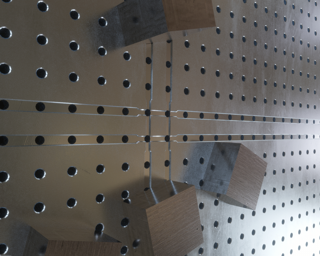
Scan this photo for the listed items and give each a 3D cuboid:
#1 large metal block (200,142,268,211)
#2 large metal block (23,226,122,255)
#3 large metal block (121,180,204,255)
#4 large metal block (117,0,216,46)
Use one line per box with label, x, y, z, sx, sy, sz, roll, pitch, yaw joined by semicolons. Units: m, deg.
large metal block;0.119;0.076;0.491;0.080;0.050;0.080;32;70;-35
large metal block;-0.094;0.149;0.314;0.080;0.050;0.080;20;78;-38
large metal block;0.005;0.121;0.396;0.081;0.050;0.080;-17;101;-39
large metal block;0.008;-0.137;0.378;0.081;0.080;0.050;-20;103;-38
